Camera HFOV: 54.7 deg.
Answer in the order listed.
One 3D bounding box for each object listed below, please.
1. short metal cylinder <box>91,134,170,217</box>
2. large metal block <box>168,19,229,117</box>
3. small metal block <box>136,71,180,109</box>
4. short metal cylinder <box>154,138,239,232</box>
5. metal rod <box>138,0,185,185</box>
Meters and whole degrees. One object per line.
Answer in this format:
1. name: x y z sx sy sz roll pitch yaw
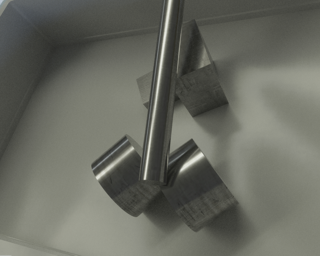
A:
1. short metal cylinder: -0.031 0.053 0.353 0.050 0.080 0.080 -41 51 0
2. large metal block: 0.042 -0.074 0.392 0.050 0.080 0.080 -22 54 15
3. small metal block: -0.002 -0.056 0.440 0.050 0.025 0.050 -25 53 12
4. short metal cylinder: 0.036 0.057 0.316 0.050 0.080 0.080 -36 51 4
5. metal rod: 0.009 -0.091 0.328 0.025 0.025 0.299 -4 67 26
